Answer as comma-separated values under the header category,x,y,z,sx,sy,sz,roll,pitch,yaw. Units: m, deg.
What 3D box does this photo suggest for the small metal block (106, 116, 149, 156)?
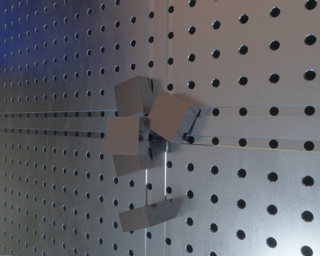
category,x,y,z,sx,sy,sz,roll,pitch,yaw
small metal block,-0.043,0.011,0.414,0.050,0.025,0.050,0,86,27

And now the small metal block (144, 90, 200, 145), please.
category,x,y,z,sx,sy,sz,roll,pitch,yaw
small metal block,0.014,-0.014,0.394,0.050,0.025,0.050,33,103,35

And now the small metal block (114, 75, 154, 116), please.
category,x,y,z,sx,sy,sz,roll,pitch,yaw
small metal block,-0.036,-0.042,0.441,0.050,0.025,0.050,-16,80,39

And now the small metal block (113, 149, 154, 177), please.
category,x,y,z,sx,sy,sz,roll,pitch,yaw
small metal block,-0.041,0.039,0.445,0.050,0.025,0.050,-23,76,38

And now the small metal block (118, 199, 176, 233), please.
category,x,y,z,sx,sy,sz,roll,pitch,yaw
small metal block,-0.017,0.115,0.408,0.050,0.050,0.025,-25,75,37
